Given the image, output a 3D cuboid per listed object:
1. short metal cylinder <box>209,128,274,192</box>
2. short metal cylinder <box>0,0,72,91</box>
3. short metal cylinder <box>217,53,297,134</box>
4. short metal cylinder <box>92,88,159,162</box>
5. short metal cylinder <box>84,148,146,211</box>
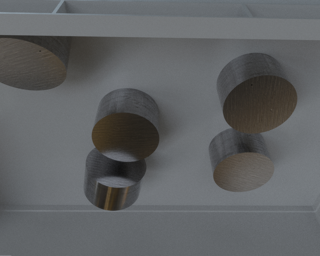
[{"bbox_3d":[0.111,0.045,0.433,0.081,0.050,0.079,0,130,0],"label":"short metal cylinder"},{"bbox_3d":[-0.131,-0.080,0.305,0.081,0.050,0.080,-1,154,0],"label":"short metal cylinder"},{"bbox_3d":[0.110,-0.040,0.361,0.081,0.050,0.079,0,130,0],"label":"short metal cylinder"},{"bbox_3d":[-0.041,-0.003,0.390,0.081,0.050,0.079,0,130,0],"label":"short metal cylinder"},{"bbox_3d":[-0.063,0.066,0.428,0.081,0.080,0.050,9,130,-8],"label":"short metal cylinder"}]
